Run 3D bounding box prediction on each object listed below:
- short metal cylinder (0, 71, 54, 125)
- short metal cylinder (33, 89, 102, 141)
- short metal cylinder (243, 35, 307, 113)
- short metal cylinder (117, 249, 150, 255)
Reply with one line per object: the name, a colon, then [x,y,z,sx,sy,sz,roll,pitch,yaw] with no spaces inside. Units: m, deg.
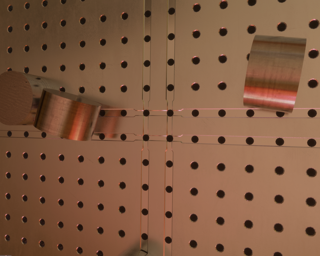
short metal cylinder: [-0.208,-0.044,0.473,0.080,0.050,0.079,0,90,20]
short metal cylinder: [-0.127,-0.019,0.428,0.080,0.080,0.050,20,97,19]
short metal cylinder: [0.125,-0.059,0.339,0.050,0.080,0.079,11,94,20]
short metal cylinder: [-0.042,0.212,0.414,0.080,0.050,0.079,0,90,20]
